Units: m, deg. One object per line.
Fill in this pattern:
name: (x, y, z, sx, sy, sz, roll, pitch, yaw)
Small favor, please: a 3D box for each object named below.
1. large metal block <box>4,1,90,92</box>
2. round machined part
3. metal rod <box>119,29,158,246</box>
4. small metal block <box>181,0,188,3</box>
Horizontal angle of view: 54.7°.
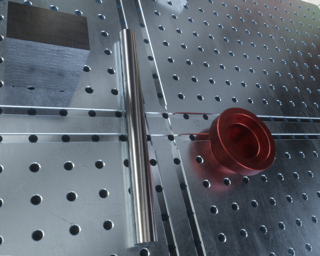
large metal block: (-0.132, -0.088, 0.355, 0.081, 0.080, 0.050, 3, 61, -27)
round machined part: (0.112, 0.023, 0.444, 0.099, 0.042, 0.098, 14, 56, -21)
metal rod: (-0.032, -0.009, 0.396, 0.025, 0.025, 0.299, 7, 59, -25)
small metal block: (0.038, -0.277, 0.597, 0.050, 0.025, 0.050, 21, 54, -16)
